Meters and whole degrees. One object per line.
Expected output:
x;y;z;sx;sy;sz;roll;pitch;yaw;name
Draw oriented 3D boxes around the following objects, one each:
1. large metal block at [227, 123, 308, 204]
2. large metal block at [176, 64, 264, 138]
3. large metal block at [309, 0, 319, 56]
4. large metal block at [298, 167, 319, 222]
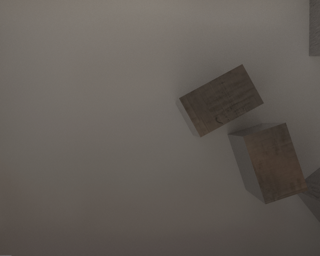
0.129;0.039;0.385;0.050;0.080;0.080;-18;90;0;large metal block
0.069;-0.031;0.384;0.080;0.080;0.050;-29;90;0;large metal block
0.230;-0.138;0.385;0.050;0.080;0.080;1;90;0;large metal block
0.227;0.099;0.386;0.050;0.080;0.080;-39;90;0;large metal block
